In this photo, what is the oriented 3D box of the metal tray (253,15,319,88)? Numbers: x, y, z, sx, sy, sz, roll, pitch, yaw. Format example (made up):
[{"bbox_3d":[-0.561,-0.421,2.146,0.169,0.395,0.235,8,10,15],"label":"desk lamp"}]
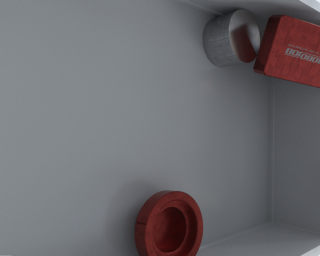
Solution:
[{"bbox_3d":[0.222,-0.118,0.492,0.131,0.030,0.089,8,105,-20],"label":"metal tray"}]

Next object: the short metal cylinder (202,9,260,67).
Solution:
[{"bbox_3d":[0.113,-0.139,0.487,0.081,0.050,0.079,0,90,-40],"label":"short metal cylinder"}]

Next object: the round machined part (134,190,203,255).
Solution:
[{"bbox_3d":[0.007,0.130,0.400,0.099,0.042,0.097,6,80,-39],"label":"round machined part"}]
